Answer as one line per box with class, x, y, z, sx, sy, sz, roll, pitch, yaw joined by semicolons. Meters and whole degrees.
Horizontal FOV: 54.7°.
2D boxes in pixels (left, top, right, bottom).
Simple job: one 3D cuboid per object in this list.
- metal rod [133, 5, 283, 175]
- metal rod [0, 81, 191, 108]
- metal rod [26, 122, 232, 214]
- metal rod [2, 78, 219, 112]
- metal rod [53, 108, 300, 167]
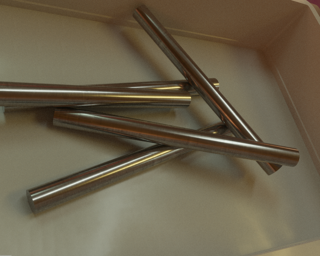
metal rod;0.063;-0.058;0.441;0.025;0.025;0.300;-33;81;-38
metal rod;-0.091;-0.036;0.350;0.303;0.025;0.025;-2;63;-33
metal rod;-0.005;0.033;0.382;0.302;0.025;0.025;-18;71;-35
metal rod;-0.042;-0.048;0.412;0.303;0.025;0.025;-8;66;-32
metal rod;0.028;0.012;0.378;0.302;0.025;0.025;10;57;-10
